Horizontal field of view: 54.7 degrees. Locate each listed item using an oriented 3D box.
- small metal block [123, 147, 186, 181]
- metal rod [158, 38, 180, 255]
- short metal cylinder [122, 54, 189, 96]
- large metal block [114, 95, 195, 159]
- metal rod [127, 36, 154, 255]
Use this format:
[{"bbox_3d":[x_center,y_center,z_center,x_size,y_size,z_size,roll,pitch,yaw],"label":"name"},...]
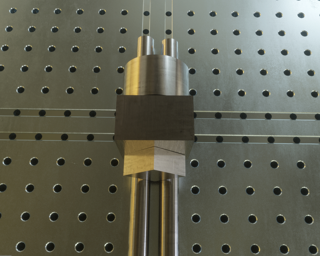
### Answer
[{"bbox_3d":[-0.006,0.043,0.358,0.050,0.050,0.025,19,63,-42],"label":"small metal block"},{"bbox_3d":[0.012,0.015,0.408,0.025,0.025,0.299,1,70,0],"label":"metal rod"},{"bbox_3d":[-0.005,-0.046,0.377,0.081,0.080,0.050,1,70,0],"label":"short metal cylinder"},{"bbox_3d":[-0.005,0.002,0.355,0.081,0.080,0.050,0,70,0],"label":"large metal block"},{"bbox_3d":[-0.023,0.011,0.409,0.025,0.025,0.299,1,70,0],"label":"metal rod"}]
